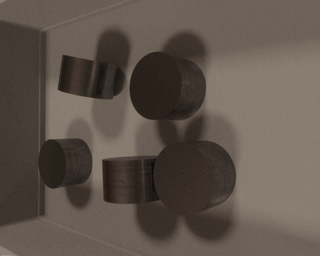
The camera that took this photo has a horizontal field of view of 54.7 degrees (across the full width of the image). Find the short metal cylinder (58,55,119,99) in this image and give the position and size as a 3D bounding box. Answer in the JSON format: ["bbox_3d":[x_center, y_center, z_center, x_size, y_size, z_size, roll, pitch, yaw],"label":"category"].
[{"bbox_3d":[-0.105,-0.075,0.455,0.080,0.081,0.050,19,102,38],"label":"short metal cylinder"}]

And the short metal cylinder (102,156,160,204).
[{"bbox_3d":[-0.032,0.063,0.396,0.080,0.081,0.050,-4,88,39],"label":"short metal cylinder"}]

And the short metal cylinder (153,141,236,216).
[{"bbox_3d":[0.039,0.055,0.357,0.080,0.050,0.079,0,90,39],"label":"short metal cylinder"}]

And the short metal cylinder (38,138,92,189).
[{"bbox_3d":[-0.159,0.058,0.519,0.080,0.050,0.079,0,90,39],"label":"short metal cylinder"}]

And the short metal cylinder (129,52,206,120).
[{"bbox_3d":[0.009,-0.049,0.382,0.080,0.050,0.079,0,90,39],"label":"short metal cylinder"}]
